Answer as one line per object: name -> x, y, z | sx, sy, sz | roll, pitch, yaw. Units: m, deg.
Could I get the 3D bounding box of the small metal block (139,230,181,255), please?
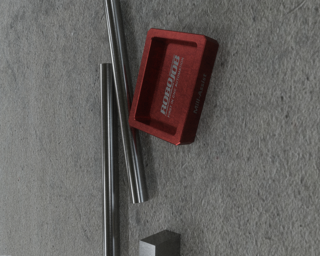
small metal block -> 0.000, 0.161, 0.386 | 0.025, 0.050, 0.050 | 2, 91, 40

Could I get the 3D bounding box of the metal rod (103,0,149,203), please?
metal rod -> -0.050, -0.045, 0.443 | 0.025, 0.025, 0.298 | -14, 81, 39

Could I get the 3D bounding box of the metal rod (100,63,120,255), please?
metal rod -> -0.075, 0.054, 0.464 | 0.025, 0.025, 0.298 | -2, 89, 39

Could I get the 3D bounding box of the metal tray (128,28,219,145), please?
metal tray -> 0.013, -0.053, 0.388 | 0.090, 0.030, 0.129 | 22, 103, 37
